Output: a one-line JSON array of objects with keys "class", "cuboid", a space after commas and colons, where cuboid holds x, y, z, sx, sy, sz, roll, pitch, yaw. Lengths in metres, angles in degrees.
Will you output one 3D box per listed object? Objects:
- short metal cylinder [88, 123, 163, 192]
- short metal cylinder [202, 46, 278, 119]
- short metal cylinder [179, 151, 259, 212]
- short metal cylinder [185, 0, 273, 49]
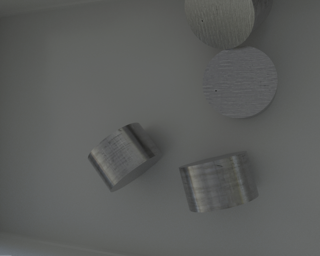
[{"class": "short metal cylinder", "cuboid": [-0.044, 0.038, 0.397, 0.080, 0.080, 0.050, -41, 77, 15]}, {"class": "short metal cylinder", "cuboid": [0.095, -0.051, 0.364, 0.080, 0.050, 0.080, 0, 90, 20]}, {"class": "short metal cylinder", "cuboid": [0.067, 0.060, 0.358, 0.080, 0.080, 0.050, -16, 85, 19]}, {"class": "short metal cylinder", "cuboid": [0.074, -0.134, 0.337, 0.080, 0.050, 0.080, 26, 142, 23]}]
